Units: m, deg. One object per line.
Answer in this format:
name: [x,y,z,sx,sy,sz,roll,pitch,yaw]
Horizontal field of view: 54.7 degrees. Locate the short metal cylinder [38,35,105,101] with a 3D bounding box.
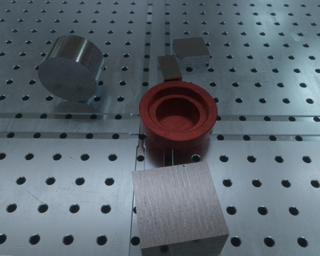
short metal cylinder: [-0.124,-0.084,0.441,0.080,0.080,0.050,5,50,3]

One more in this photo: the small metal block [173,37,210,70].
small metal block: [0.051,-0.124,0.512,0.050,0.025,0.050,-7,50,-7]

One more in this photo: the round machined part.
round machined part: [0.023,-0.013,0.405,0.099,0.042,0.098,1,54,-1]

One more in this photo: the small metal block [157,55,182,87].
small metal block: [0.013,-0.070,0.450,0.025,0.050,0.050,-8,50,-7]

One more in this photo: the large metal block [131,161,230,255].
large metal block: [0.017,0.086,0.319,0.081,0.050,0.080,-7,51,-6]
